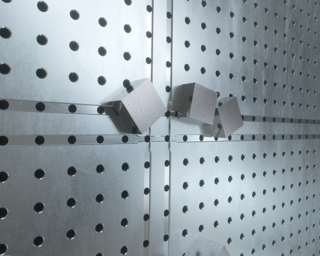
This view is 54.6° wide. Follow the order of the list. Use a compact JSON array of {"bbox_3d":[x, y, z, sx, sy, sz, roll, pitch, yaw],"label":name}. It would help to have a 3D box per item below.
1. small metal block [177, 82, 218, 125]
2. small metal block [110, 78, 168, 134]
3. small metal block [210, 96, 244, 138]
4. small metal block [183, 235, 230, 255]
[{"bbox_3d":[0.056,-0.034,0.454,0.050,0.025,0.050,17,79,-39],"label":"small metal block"},{"bbox_3d":[-0.025,-0.027,0.387,0.050,0.025,0.050,-45,117,-31],"label":"small metal block"},{"bbox_3d":[0.103,-0.017,0.494,0.050,0.025,0.050,-30,109,-36],"label":"small metal block"},{"bbox_3d":[0.064,0.189,0.446,0.050,0.050,0.025,-43,116,-31],"label":"small metal block"}]
